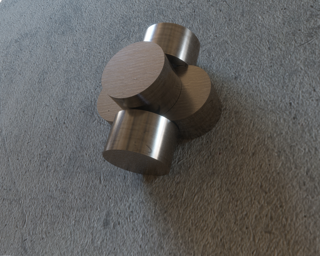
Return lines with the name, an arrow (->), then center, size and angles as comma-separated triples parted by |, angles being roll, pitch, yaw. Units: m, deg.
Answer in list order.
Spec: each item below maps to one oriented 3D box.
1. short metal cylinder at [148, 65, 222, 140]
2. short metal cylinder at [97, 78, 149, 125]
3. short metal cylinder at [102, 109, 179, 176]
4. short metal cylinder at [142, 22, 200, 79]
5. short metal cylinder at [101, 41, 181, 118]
short metal cylinder -> 0.032, -0.032, 0.391 | 0.080, 0.050, 0.080 | -13, 56, 20
short metal cylinder -> -0.038, -0.032, 0.427 | 0.080, 0.050, 0.080 | -13, 56, 20
short metal cylinder -> -0.022, 0.020, 0.369 | 0.080, 0.080, 0.050 | 0, 62, 28
short metal cylinder -> 0.011, -0.096, 0.423 | 0.080, 0.080, 0.050 | 0, 62, 28
short metal cylinder -> -0.021, -0.055, 0.368 | 0.080, 0.050, 0.080 | -13, 56, 20
